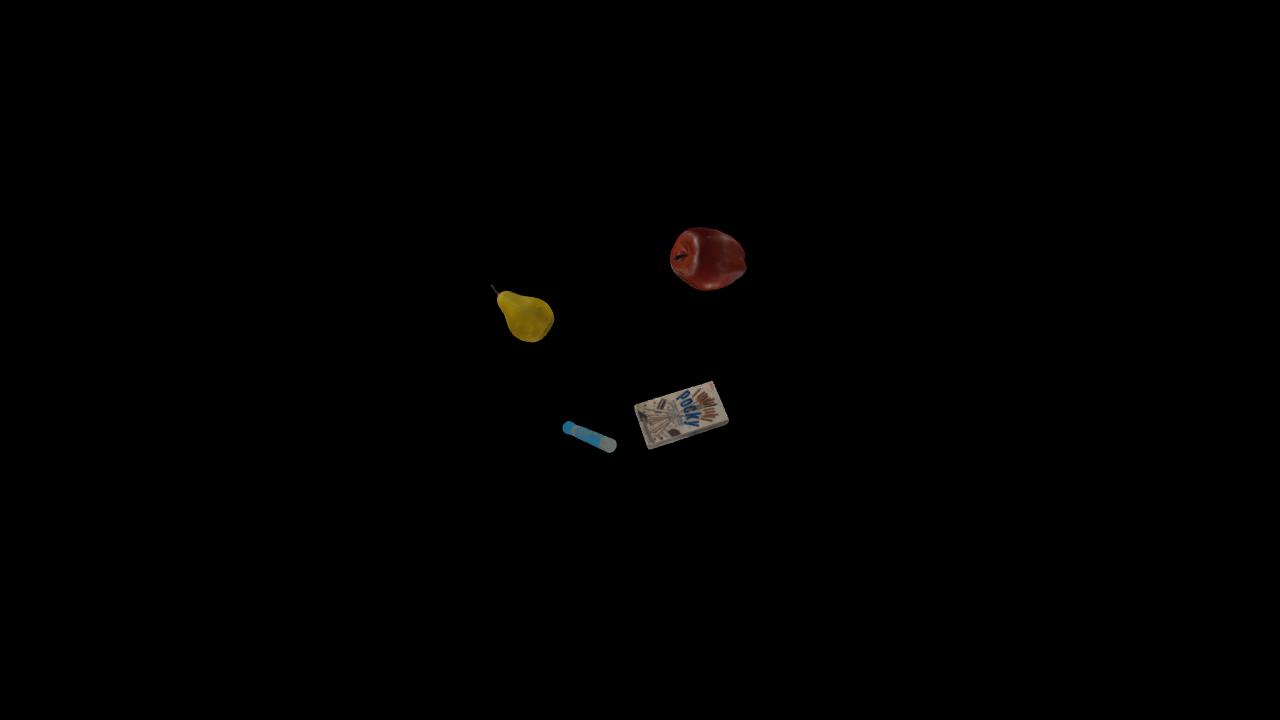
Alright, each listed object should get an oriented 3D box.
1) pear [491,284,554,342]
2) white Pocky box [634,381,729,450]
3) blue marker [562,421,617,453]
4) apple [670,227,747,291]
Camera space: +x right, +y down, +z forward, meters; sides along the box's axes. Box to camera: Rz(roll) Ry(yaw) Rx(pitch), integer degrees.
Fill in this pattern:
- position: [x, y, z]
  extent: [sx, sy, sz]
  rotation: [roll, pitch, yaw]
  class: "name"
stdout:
- position: [-0.194, -0.078, 0.981]
  extent: [0.111, 0.080, 0.080]
  rotation: [35, 3, 5]
  class: "pear"
- position: [0.074, 0.099, 1.110]
  extent: [0.154, 0.084, 0.028]
  rotation: [-17, -25, -7]
  class: "white Pocky box"
- position: [-0.072, 0.103, 0.840]
  extent: [0.020, 0.020, 0.121]
  rotation: [0, 7, -36]
  class: "blue marker"
- position: [0.081, -0.121, 0.742]
  extent: [0.093, 0.079, 0.079]
  rotation: [3, -2, -31]
  class: "apple"
